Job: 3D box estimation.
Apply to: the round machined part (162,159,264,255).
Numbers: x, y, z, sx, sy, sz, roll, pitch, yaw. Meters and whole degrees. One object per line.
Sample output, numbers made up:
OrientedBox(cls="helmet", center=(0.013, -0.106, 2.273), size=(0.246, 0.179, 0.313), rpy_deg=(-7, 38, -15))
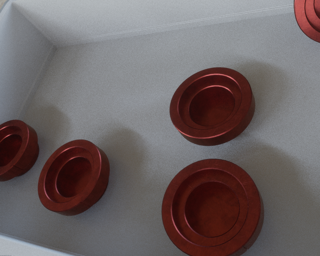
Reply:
OrientedBox(cls="round machined part", center=(0.055, 0.084, 0.314), size=(0.098, 0.042, 0.098), rpy_deg=(-13, 56, 21))

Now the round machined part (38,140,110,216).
OrientedBox(cls="round machined part", center=(-0.108, 0.068, 0.410), size=(0.098, 0.042, 0.098), rpy_deg=(-13, 56, 21))

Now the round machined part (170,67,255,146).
OrientedBox(cls="round machined part", center=(0.065, -0.022, 0.374), size=(0.098, 0.042, 0.098), rpy_deg=(-13, 56, 21))

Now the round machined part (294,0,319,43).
OrientedBox(cls="round machined part", center=(0.205, -0.148, 0.351), size=(0.098, 0.098, 0.042), rpy_deg=(-7, 30, 24))

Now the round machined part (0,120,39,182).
OrientedBox(cls="round machined part", center=(-0.234, 0.039, 0.492), size=(0.098, 0.042, 0.098), rpy_deg=(-11, 58, 19))
